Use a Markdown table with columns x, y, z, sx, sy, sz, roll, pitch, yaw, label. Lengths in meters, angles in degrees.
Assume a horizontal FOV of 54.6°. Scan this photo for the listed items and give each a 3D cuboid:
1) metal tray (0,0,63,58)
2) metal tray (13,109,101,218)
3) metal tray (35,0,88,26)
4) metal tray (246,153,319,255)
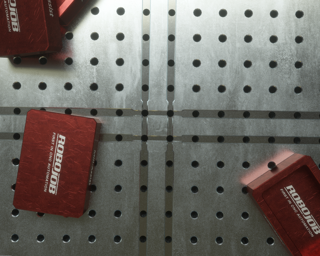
| x | y | z | sx | sy | sz | roll | pitch | yaw | label |
| --- | --- | --- | --- | --- | --- | --- | --- | --- | --- |
| -0.177 | -0.158 | 0.387 | 0.090 | 0.030 | 0.129 | -2 | 100 | 17 | metal tray |
| -0.134 | 0.045 | 0.410 | 0.090 | 0.030 | 0.129 | 9 | 90 | 0 | metal tray |
| -0.123 | -0.215 | 0.409 | 0.090 | 0.030 | 0.130 | 40 | 90 | 0 | metal tray |
| 0.189 | 0.111 | 0.411 | 0.090 | 0.030 | 0.130 | -34 | 90 | 0 | metal tray |
